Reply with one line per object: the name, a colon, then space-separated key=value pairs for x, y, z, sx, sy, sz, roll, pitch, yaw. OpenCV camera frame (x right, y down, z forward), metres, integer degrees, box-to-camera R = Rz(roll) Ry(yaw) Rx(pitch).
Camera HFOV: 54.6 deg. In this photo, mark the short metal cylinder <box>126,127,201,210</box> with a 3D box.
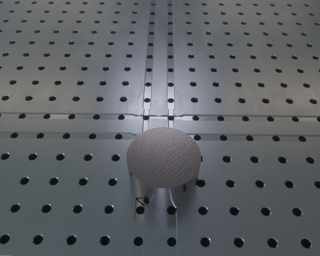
short metal cylinder: x=0.004 y=0.045 z=0.354 sx=0.080 sy=0.050 sz=0.080 roll=0 pitch=50 yaw=0
